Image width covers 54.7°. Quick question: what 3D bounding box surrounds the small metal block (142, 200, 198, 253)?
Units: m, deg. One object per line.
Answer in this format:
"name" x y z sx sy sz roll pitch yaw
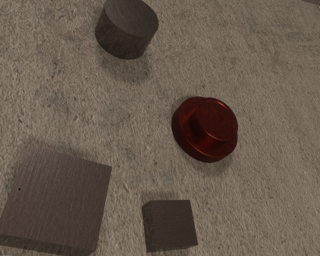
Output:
"small metal block" 0.010 0.108 0.345 0.050 0.025 0.050 6 59 -26

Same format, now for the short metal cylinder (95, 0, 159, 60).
"short metal cylinder" -0.049 -0.147 0.453 0.081 0.050 0.080 14 56 -21

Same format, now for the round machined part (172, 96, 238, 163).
"round machined part" 0.069 -0.004 0.435 0.099 0.042 0.098 14 56 -21

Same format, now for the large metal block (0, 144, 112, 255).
"large metal block" -0.098 0.071 0.292 0.081 0.050 0.080 18 55 -18
